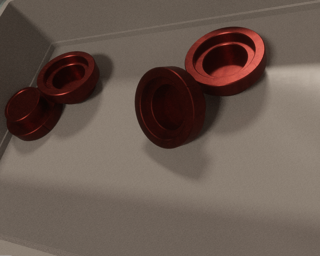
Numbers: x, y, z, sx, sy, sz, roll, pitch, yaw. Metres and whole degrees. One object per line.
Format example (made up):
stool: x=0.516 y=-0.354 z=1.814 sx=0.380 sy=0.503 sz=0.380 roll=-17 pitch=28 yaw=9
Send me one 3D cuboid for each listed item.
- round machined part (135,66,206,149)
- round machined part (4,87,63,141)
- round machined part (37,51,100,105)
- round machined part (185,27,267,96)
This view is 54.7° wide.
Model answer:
round machined part: x=0.017 y=-0.027 z=0.380 sx=0.098 sy=0.042 sz=0.097 roll=14 pitch=111 yaw=43
round machined part: x=-0.218 y=-0.030 z=0.521 sx=0.098 sy=0.042 sz=0.098 roll=-10 pitch=58 yaw=17
round machined part: x=-0.145 y=-0.077 z=0.507 sx=0.098 sy=0.042 sz=0.098 roll=-7 pitch=53 yaw=10
round machined part: x=0.085 y=-0.079 z=0.395 sx=0.098 sy=0.042 sz=0.098 roll=-12 pitch=54 yaw=17
